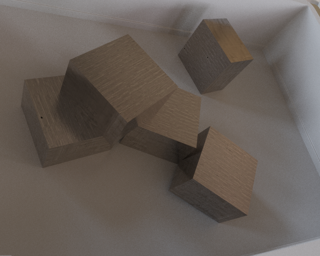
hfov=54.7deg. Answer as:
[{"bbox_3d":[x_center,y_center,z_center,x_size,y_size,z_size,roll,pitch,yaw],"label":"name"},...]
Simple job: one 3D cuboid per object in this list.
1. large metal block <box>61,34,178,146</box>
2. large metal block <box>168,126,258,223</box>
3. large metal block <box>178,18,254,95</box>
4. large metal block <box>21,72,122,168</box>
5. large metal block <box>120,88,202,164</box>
[{"bbox_3d":[-0.042,-0.042,0.328,0.080,0.050,0.080,47,51,5],"label":"large metal block"},{"bbox_3d":[0.068,0.058,0.386,0.080,0.050,0.080,35,51,-13],"label":"large metal block"},{"bbox_3d":[0.084,-0.111,0.483,0.050,0.080,0.080,-16,70,-34],"label":"large metal block"},{"bbox_3d":[-0.098,-0.011,0.343,0.081,0.050,0.080,-14,69,-34],"label":"large metal block"},{"bbox_3d":[0.003,-0.011,0.397,0.080,0.050,0.080,21,54,-15],"label":"large metal block"}]
